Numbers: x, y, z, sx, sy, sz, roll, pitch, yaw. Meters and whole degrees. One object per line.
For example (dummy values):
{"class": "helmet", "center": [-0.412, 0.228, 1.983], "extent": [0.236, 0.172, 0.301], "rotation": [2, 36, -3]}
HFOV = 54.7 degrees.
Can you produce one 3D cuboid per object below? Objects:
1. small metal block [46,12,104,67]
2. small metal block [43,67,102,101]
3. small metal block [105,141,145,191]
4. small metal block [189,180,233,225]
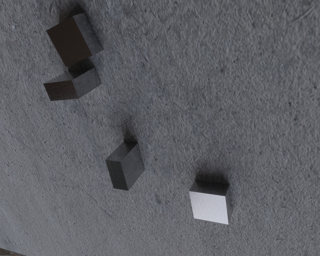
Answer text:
{"class": "small metal block", "center": [-0.108, -0.112, 0.395], "extent": [0.050, 0.025, 0.050], "rotation": [-12, 112, 33]}
{"class": "small metal block", "center": [-0.117, -0.059, 0.416], "extent": [0.050, 0.050, 0.025], "rotation": [-1, 118, 29]}
{"class": "small metal block", "center": [-0.049, 0.054, 0.450], "extent": [0.025, 0.050, 0.050], "rotation": [4, 120, 26]}
{"class": "small metal block", "center": [0.072, 0.103, 0.433], "extent": [0.050, 0.025, 0.050], "rotation": [3, 120, 27]}
